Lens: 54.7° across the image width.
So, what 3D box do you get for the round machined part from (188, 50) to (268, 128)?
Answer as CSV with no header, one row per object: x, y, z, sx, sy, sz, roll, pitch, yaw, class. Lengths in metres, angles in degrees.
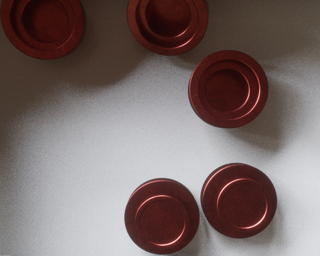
0.085,-0.048,0.404,0.099,0.042,0.097,0,90,-1,round machined part

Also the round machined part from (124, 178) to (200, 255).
0.003,0.117,0.403,0.099,0.042,0.097,0,90,-1,round machined part

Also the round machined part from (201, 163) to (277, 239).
0.105,0.096,0.404,0.099,0.042,0.097,0,90,-1,round machined part

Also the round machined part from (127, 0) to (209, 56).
0.012,-0.144,0.386,0.099,0.042,0.097,6,133,7,round machined part

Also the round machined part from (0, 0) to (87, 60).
-0.143,-0.137,0.394,0.099,0.042,0.097,-1,103,-4,round machined part
